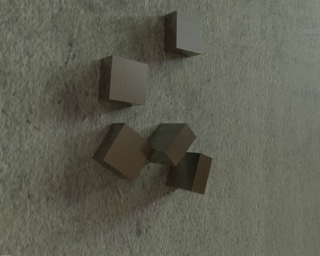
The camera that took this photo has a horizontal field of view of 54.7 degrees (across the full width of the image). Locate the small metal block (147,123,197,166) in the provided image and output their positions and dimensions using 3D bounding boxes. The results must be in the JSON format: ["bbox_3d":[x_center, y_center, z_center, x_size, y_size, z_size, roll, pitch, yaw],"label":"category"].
[{"bbox_3d":[0.010,0.020,0.399,0.050,0.050,0.025,-51,121,-28],"label":"small metal block"}]

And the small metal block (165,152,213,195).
[{"bbox_3d":[0.039,0.060,0.424,0.025,0.050,0.050,25,74,-38],"label":"small metal block"}]

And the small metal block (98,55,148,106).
[{"bbox_3d":[-0.044,-0.055,0.370,0.050,0.025,0.050,6,86,-40],"label":"small metal block"}]

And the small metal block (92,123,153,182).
[{"bbox_3d":[-0.043,0.029,0.370,0.050,0.025,0.050,42,64,-32],"label":"small metal block"}]

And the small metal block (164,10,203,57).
[{"bbox_3d":[0.033,-0.131,0.434,0.050,0.025,0.050,1,90,-40],"label":"small metal block"}]
